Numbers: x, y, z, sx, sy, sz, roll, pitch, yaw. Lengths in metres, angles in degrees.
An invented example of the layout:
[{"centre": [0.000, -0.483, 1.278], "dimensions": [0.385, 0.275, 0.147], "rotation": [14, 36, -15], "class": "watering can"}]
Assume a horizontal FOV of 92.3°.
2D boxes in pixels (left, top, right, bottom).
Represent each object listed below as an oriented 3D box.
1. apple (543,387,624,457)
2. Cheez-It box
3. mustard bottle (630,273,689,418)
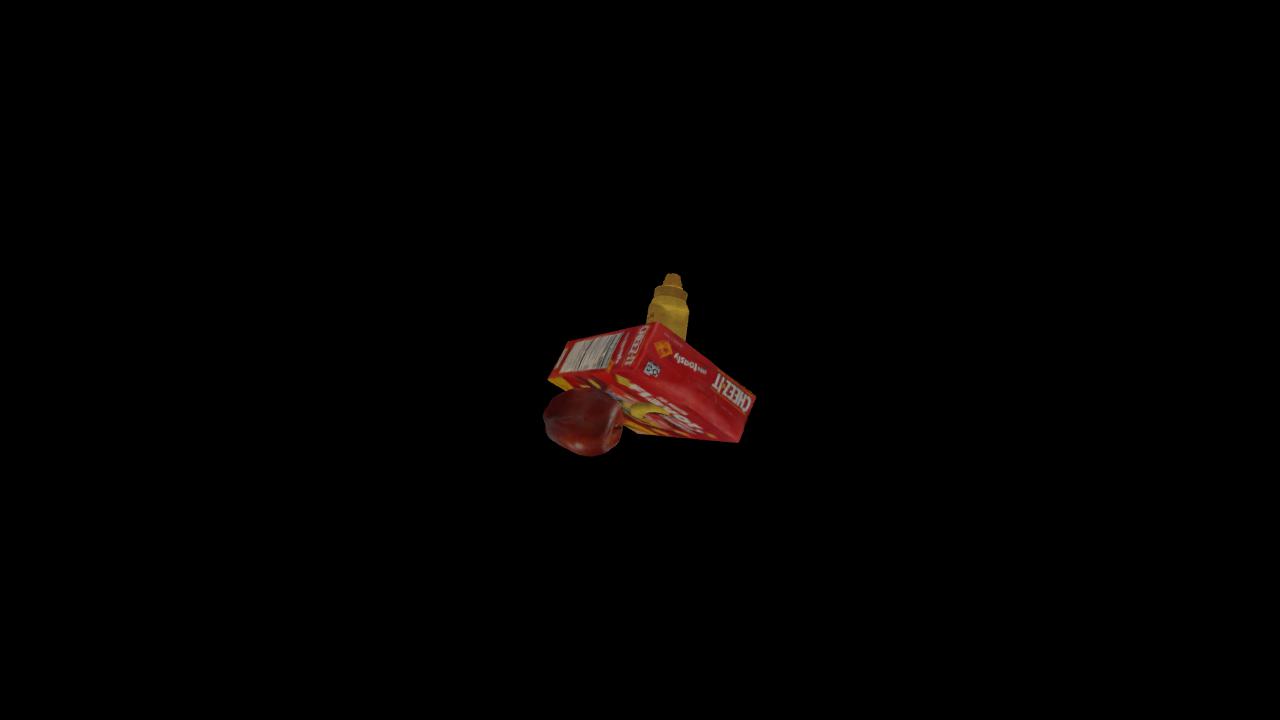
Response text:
[{"centre": [-0.062, 0.070, 0.706], "dimensions": [0.093, 0.079, 0.079], "rotation": [9, 3, 18], "class": "apple"}, {"centre": [0.007, 0.033, 0.765], "dimensions": [0.166, 0.071, 0.223], "rotation": [34, -21, -26], "class": "Cheez-It box"}, {"centre": [0.028, -0.021, 0.759], "dimensions": [0.054, 0.184, 0.092], "rotation": [11, -13, -7], "class": "mustard bottle"}]
